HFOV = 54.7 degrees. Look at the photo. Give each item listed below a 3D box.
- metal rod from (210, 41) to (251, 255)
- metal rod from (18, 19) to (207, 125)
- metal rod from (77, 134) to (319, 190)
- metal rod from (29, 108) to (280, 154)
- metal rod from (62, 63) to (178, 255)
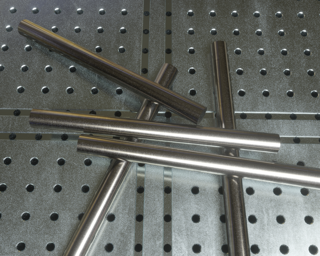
[{"bbox_3d":[0.089,0.019,0.405,0.025,0.025,0.299,-1,70,-1],"label":"metal rod"},{"bbox_3d":[-0.076,-0.083,0.423,0.301,0.025,0.025,28,72,16],"label":"metal rod"},{"bbox_3d":[0.053,0.041,0.369,0.302,0.025,0.025,8,70,2],"label":"metal rod"},{"bbox_3d":[-0.008,0.003,0.382,0.302,0.025,0.025,6,70,2],"label":"metal rod"},{"bbox_3d":[-0.048,0.043,0.395,0.025,0.025,0.300,23,71,8],"label":"metal rod"}]
